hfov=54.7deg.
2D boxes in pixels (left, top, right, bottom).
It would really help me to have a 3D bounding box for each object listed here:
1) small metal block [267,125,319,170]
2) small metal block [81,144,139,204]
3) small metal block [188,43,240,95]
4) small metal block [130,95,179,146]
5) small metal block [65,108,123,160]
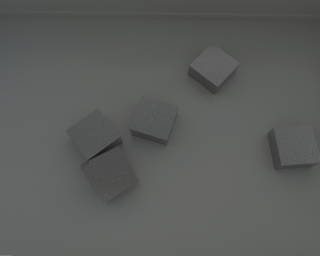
[{"bbox_3d":[0.173,0.025,0.401,0.050,0.025,0.050,-4,70,-2],"label":"small metal block"},{"bbox_3d":[-0.061,0.055,0.378,0.050,0.025,0.050,-31,101,-11],"label":"small metal block"},{"bbox_3d":[0.076,-0.084,0.441,0.050,0.025,0.050,40,75,13],"label":"small metal block"},{"bbox_3d":[-0.007,-0.010,0.413,0.050,0.025,0.050,17,71,6],"label":"small metal block"},{"bbox_3d":[-0.085,0.011,0.405,0.050,0.025,0.050,-37,74,-13],"label":"small metal block"}]
